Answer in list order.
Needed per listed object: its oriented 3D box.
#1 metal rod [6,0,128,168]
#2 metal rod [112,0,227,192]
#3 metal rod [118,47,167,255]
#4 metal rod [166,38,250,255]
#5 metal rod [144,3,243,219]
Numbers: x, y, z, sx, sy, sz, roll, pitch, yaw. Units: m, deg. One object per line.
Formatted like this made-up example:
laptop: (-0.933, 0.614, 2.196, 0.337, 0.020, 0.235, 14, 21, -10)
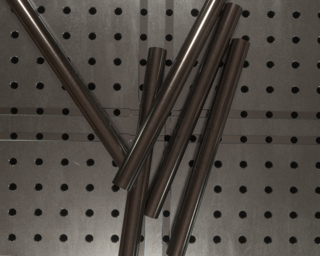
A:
metal rod: (-0.128, -0.077, 0.411, 0.025, 0.025, 0.299, -34, 90, 0)
metal rod: (0.020, -0.062, 0.391, 0.025, 0.025, 0.299, 27, 81, -1)
metal rod: (-0.024, 0.044, 0.402, 0.025, 0.025, 0.298, 8, 86, -1)
metal rod: (0.064, 0.027, 0.414, 0.025, 0.025, 0.298, 17, 90, -1)
metal rod: (0.042, -0.023, 0.413, 0.025, 0.025, 0.299, 22, 90, -1)
